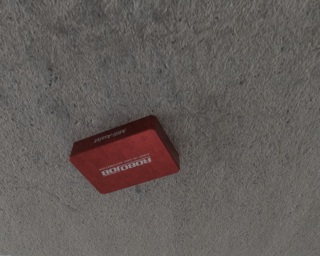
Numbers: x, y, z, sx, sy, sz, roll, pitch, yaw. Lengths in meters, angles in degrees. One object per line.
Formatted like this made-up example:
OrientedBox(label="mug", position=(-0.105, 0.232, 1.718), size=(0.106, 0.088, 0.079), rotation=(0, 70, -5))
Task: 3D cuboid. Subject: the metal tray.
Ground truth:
OrientedBox(label="metal tray", position=(-0.048, 0.042, 0.439), size=(0.130, 0.030, 0.090), rotation=(-19, 128, 15))
